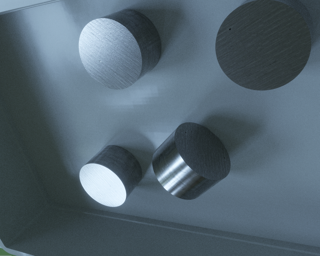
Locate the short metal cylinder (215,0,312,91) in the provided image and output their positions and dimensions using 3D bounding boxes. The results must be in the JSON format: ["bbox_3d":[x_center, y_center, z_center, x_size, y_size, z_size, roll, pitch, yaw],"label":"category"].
[{"bbox_3d":[0.098,-0.082,0.290,0.080,0.050,0.079,13,124,20],"label":"short metal cylinder"}]

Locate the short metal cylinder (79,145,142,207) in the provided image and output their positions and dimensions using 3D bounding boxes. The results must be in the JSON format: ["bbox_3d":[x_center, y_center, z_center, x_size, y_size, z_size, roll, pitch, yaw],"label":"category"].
[{"bbox_3d":[-0.075,0.073,0.475,0.080,0.050,0.079,13,124,20],"label":"short metal cylinder"}]

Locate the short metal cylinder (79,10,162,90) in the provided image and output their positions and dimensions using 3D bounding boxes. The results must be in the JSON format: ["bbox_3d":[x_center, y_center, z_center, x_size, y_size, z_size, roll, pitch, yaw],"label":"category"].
[{"bbox_3d":[-0.045,-0.091,0.359,0.080,0.050,0.079,13,124,20],"label":"short metal cylinder"}]

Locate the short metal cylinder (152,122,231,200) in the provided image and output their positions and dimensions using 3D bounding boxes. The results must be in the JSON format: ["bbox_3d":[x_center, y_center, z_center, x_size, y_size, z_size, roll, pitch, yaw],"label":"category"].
[{"bbox_3d":[0.038,0.040,0.377,0.080,0.080,0.050,41,129,-1],"label":"short metal cylinder"}]
